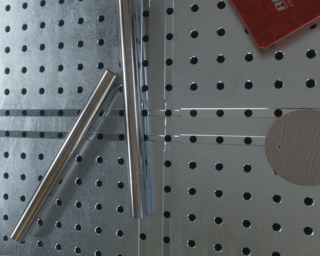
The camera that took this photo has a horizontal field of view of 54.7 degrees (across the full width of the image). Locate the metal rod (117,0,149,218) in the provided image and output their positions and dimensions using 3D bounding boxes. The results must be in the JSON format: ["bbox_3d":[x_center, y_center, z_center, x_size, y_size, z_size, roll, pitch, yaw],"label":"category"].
[{"bbox_3d":[-0.037,-0.029,0.424,0.025,0.025,0.298,-4,89,19],"label":"metal rod"}]

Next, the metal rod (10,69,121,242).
[{"bbox_3d":[-0.145,0.047,0.461,0.025,0.025,0.299,36,101,16],"label":"metal rod"}]

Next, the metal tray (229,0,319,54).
[{"bbox_3d":[0.129,-0.166,0.365,0.090,0.030,0.130,-30,81,17],"label":"metal tray"}]

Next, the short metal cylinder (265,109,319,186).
[{"bbox_3d":[0.159,0.020,0.343,0.080,0.050,0.079,0,90,19],"label":"short metal cylinder"}]
